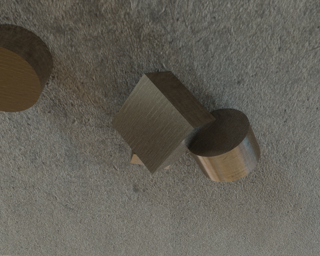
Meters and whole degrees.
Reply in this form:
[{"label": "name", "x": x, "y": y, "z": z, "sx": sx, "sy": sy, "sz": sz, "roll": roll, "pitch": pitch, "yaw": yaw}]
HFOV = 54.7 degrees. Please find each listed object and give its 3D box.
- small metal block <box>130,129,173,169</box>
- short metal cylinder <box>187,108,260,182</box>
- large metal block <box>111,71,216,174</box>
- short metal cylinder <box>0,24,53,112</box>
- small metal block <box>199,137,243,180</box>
[{"label": "small metal block", "x": -0.009, "y": 0.022, "z": 0.407, "sx": 0.050, "sy": 0.050, "sz": 0.025, "roll": 11, "pitch": 146, "yaw": -10}, {"label": "short metal cylinder", "x": 0.079, "y": 0.021, "z": 0.390, "sx": 0.080, "sy": 0.080, "sz": 0.050, "roll": -21, "pitch": 127, "yaw": 16}, {"label": "large metal block", "x": 0.002, "y": -0.008, "z": 0.357, "sx": 0.080, "sy": 0.050, "sz": 0.080, "roll": 49, "pitch": 124, "yaw": 16}, {"label": "short metal cylinder", "x": -0.163, "y": -0.064, "z": 0.334, "sx": 0.081, "sy": 0.050, "sz": 0.079, "roll": 0, "pitch": 130, "yaw": 0}, {"label": "small metal block", "x": 0.088, "y": 0.045, "z": 0.447, "sx": 0.050, "sy": 0.025, "sz": 0.050, "roll": -15, "pitch": 129, "yaw": 12}]
